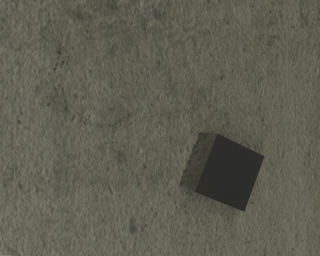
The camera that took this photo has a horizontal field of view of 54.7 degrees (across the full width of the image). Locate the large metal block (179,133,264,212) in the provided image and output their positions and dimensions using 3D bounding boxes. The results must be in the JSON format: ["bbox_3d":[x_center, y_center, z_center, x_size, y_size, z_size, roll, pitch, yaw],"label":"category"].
[{"bbox_3d":[0.085,0.059,0.429,0.080,0.050,0.080,25,82,-19],"label":"large metal block"}]
